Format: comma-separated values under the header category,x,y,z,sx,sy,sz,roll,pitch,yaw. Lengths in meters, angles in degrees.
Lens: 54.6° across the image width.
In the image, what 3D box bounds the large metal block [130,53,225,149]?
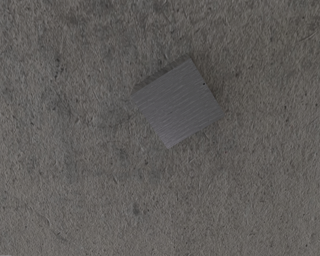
category,x,y,z,sx,sy,sz,roll,pitch,yaw
large metal block,0.022,-0.034,0.384,0.080,0.050,0.080,-31,107,11
